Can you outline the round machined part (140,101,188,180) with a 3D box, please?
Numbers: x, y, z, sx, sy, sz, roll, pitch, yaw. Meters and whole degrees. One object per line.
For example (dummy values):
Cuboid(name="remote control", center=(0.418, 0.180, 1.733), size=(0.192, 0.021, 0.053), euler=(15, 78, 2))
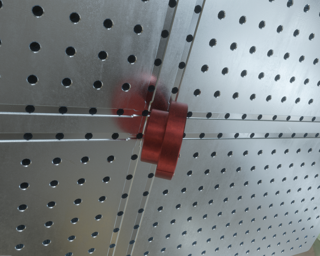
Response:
Cuboid(name="round machined part", center=(0.003, 0.013, 0.387), size=(0.042, 0.098, 0.097), euler=(13, 116, 1))
